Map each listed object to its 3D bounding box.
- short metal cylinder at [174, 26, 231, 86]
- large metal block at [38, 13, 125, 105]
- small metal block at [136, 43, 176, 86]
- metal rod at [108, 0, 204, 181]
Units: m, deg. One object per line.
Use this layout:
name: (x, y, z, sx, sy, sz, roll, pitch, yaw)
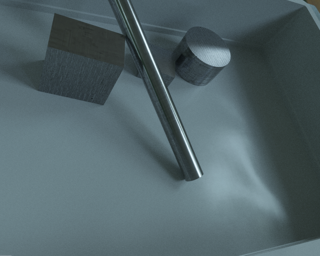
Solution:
short metal cylinder: (0.065, -0.115, 0.497, 0.081, 0.050, 0.080, 14, 56, -21)
large metal block: (-0.094, -0.077, 0.368, 0.081, 0.080, 0.050, 12, 57, -22)
small metal block: (-0.005, -0.095, 0.462, 0.050, 0.025, 0.050, 16, 55, -20)
metal rod: (-0.015, -0.074, 0.378, 0.025, 0.025, 0.299, -28, 98, -38)
